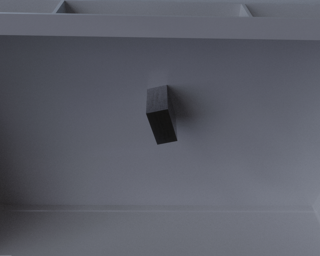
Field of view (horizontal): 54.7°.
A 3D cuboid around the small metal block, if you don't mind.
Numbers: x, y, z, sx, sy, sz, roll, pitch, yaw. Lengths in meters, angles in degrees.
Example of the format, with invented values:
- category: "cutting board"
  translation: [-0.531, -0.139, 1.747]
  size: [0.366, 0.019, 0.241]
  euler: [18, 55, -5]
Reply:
- category: "small metal block"
  translation: [0.003, -0.016, 0.379]
  size: [0.025, 0.050, 0.050]
  euler: [-11, 129, 9]
